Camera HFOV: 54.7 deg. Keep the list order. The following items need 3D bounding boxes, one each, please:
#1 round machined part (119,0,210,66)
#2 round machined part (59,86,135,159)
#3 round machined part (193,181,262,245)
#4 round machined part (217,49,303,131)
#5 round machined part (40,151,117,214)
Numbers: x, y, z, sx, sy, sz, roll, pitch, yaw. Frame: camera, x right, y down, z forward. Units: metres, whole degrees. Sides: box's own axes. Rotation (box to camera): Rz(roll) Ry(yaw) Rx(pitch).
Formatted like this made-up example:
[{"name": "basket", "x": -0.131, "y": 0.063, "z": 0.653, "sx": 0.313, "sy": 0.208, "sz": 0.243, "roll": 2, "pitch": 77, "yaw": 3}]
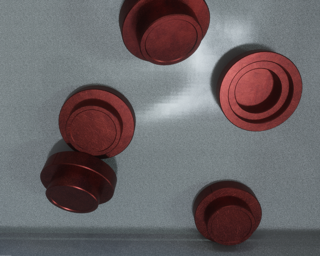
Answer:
[{"name": "round machined part", "x": 0.008, "y": -0.107, "z": 0.336, "sx": 0.099, "sy": 0.042, "sz": 0.098, "roll": -11, "pitch": 147, "yaw": -7}, {"name": "round machined part", "x": -0.082, "y": -0.003, "z": 0.400, "sx": 0.099, "sy": 0.042, "sz": 0.097, "roll": 0, "pitch": 110, "yaw": 0}, {"name": "round machined part", "x": 0.099, "y": 0.130, "z": 0.451, "sx": 0.099, "sy": 0.042, "sz": 0.097, "roll": 0, "pitch": 110, "yaw": 0}, {"name": "round machined part", "x": 0.119, "y": -0.048, "z": 0.385, "sx": 0.099, "sy": 0.042, "sz": 0.097, "roll": 0, "pitch": 110, "yaw": 0}, {"name": "round machined part", "x": -0.110, "y": 0.077, "z": 0.409, "sx": 0.099, "sy": 0.042, "sz": 0.097, "roll": 5, "pitch": 136, "yaw": 5}]
